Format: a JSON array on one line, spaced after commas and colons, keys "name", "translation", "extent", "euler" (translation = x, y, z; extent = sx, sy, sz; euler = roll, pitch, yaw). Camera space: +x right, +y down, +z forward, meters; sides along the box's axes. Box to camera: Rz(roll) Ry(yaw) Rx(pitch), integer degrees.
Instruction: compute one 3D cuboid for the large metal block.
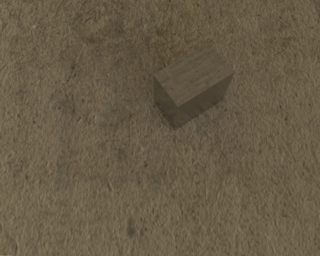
[{"name": "large metal block", "translation": [0.040, -0.050, 0.398], "extent": [0.080, 0.080, 0.050], "euler": [-32, 73, -11]}]
